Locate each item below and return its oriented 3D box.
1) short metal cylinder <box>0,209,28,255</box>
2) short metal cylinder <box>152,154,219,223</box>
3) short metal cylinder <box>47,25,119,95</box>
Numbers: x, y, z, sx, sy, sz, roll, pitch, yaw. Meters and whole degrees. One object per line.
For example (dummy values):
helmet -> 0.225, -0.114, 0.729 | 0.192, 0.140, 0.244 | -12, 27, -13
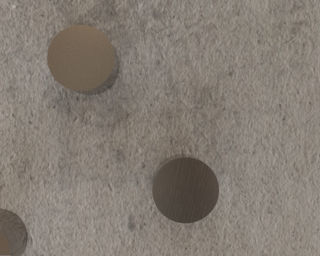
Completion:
short metal cylinder -> -0.220, 0.149, 0.395 | 0.081, 0.050, 0.079 | 0, 90, -1
short metal cylinder -> 0.031, 0.075, 0.398 | 0.081, 0.050, 0.079 | 0, 90, -1
short metal cylinder -> -0.095, -0.084, 0.396 | 0.081, 0.050, 0.079 | 0, 90, -1
